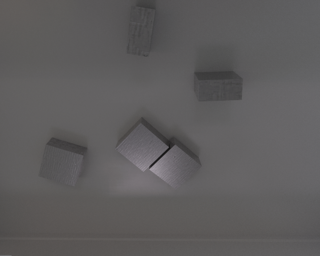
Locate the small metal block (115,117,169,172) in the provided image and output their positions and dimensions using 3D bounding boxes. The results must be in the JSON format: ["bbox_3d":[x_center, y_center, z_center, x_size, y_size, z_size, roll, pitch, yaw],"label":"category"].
[{"bbox_3d":[-0.023,0.022,0.419,0.050,0.025,0.050,41,105,-14],"label":"small metal block"}]

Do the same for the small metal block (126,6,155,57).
[{"bbox_3d":[-0.021,-0.112,0.356,0.025,0.050,0.050,9,110,-3],"label":"small metal block"}]

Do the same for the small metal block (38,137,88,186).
[{"bbox_3d":[-0.133,0.047,0.427,0.050,0.025,0.050,18,109,-7],"label":"small metal block"}]

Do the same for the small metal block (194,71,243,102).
[{"bbox_3d":[0.070,-0.052,0.379,0.050,0.050,0.025,-2,110,0],"label":"small metal block"}]

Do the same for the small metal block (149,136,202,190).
[{"bbox_3d":[0.020,0.049,0.427,0.050,0.025,0.050,40,105,-18],"label":"small metal block"}]
